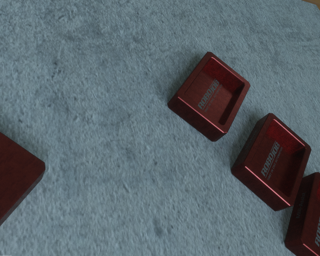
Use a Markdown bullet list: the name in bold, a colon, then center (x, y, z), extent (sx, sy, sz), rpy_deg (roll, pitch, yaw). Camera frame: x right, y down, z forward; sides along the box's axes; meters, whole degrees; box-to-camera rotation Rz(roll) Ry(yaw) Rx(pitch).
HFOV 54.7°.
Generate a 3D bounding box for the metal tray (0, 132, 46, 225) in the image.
- **metal tray**: center (-0.186, 0.034, 0.280), extent (0.130, 0.030, 0.090), rpy_deg (36, 51, -5)

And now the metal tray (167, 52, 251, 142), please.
- **metal tray**: center (0.079, -0.052, 0.477), extent (0.090, 0.030, 0.130), rpy_deg (38, 51, -3)

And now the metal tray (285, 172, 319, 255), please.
- **metal tray**: center (0.237, 0.139, 0.446), extent (0.090, 0.030, 0.131), rpy_deg (39, 51, -2)

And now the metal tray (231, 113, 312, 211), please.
- **metal tray**: center (0.171, 0.047, 0.466), extent (0.090, 0.030, 0.131), rpy_deg (41, 51, 0)
